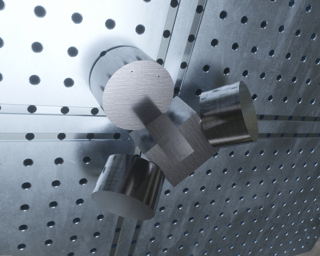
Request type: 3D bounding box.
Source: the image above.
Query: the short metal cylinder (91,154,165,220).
[{"bbox_3d":[-0.039,0.075,0.389,0.080,0.050,0.080,12,145,9],"label":"short metal cylinder"}]

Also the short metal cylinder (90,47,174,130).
[{"bbox_3d":[-0.032,-0.045,0.346,0.081,0.050,0.079,-14,124,-21],"label":"short metal cylinder"}]

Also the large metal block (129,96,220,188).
[{"bbox_3d":[0.020,0.019,0.410,0.080,0.050,0.080,-39,130,-2],"label":"large metal block"}]

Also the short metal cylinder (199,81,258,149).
[{"bbox_3d":[0.091,-0.016,0.402,0.050,0.080,0.080,-13,136,28],"label":"short metal cylinder"}]

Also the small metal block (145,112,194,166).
[{"bbox_3d":[0.010,0.013,0.340,0.025,0.050,0.050,-37,86,-1],"label":"small metal block"}]
